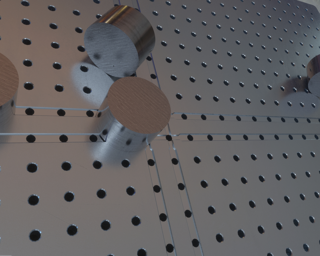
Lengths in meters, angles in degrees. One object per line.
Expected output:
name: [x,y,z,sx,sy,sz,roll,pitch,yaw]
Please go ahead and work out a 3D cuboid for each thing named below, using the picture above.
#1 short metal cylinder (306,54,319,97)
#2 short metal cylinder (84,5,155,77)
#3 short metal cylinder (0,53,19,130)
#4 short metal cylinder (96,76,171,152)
short metal cylinder: [0.342,-0.107,0.626,0.080,0.080,0.050,25,53,-13]
short metal cylinder: [-0.053,-0.115,0.416,0.080,0.080,0.050,35,51,-5]
short metal cylinder: [-0.189,-0.038,0.314,0.081,0.050,0.080,14,56,-21]
short metal cylinder: [-0.034,-0.017,0.385,0.081,0.050,0.080,14,56,-21]
